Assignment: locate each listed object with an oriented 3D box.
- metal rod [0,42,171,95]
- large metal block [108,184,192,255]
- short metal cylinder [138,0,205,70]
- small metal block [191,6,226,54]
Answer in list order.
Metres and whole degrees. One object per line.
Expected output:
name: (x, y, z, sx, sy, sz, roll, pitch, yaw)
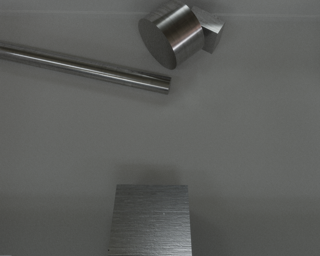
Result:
metal rod: (-0.133, -0.091, 0.441, 0.302, 0.025, 0.025, 13, 71, 4)
large metal block: (-0.009, 0.110, 0.341, 0.081, 0.050, 0.080, 1, 46, 0)
short metal cylinder: (0.015, -0.128, 0.427, 0.050, 0.080, 0.080, -39, 75, -13)
small metal block: (0.063, -0.141, 0.449, 0.050, 0.050, 0.025, 29, 73, 10)
